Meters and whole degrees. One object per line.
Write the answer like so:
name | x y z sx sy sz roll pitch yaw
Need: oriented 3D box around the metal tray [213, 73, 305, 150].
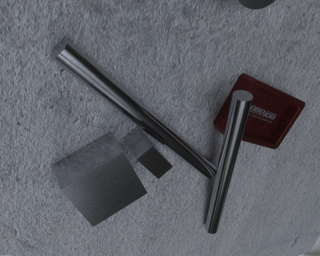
metal tray | 0.155 -0.021 0.477 0.131 0.030 0.089 14 111 -35

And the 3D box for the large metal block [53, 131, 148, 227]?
large metal block | -0.074 0.065 0.392 0.080 0.050 0.080 -31 129 -9

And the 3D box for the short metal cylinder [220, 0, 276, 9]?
short metal cylinder | 0.096 -0.175 0.336 0.081 0.050 0.079 -14 125 -21

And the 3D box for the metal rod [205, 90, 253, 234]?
metal rod | 0.100 0.073 0.482 0.025 0.025 0.298 -16 133 -20

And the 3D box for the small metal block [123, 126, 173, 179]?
small metal block | -0.016 0.032 0.403 0.025 0.050 0.050 -42 130 0

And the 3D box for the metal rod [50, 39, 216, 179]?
metal rod | -0.010 -0.004 0.400 0.025 0.025 0.301 -47 130 4
